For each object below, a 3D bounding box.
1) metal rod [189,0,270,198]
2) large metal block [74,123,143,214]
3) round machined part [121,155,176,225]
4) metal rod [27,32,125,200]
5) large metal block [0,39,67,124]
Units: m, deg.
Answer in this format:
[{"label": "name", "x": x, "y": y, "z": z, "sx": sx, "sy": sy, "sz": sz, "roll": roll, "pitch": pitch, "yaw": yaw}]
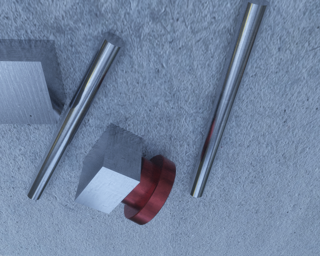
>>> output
[{"label": "metal rod", "x": 0.076, "y": -0.012, "z": 0.398, "sx": 0.025, "sy": 0.025, "sz": 0.298, "roll": 5, "pitch": 130, "yaw": -5}, {"label": "large metal block", "x": -0.067, "y": 0.054, "z": 0.416, "sx": 0.050, "sy": 0.080, "sz": 0.080, "roll": 27, "pitch": 125, "yaw": -21}, {"label": "round machined part", "x": -0.024, "y": 0.079, "z": 0.427, "sx": 0.042, "sy": 0.098, "sz": 0.098, "roll": 32, "pitch": 123, "yaw": -15}, {"label": "metal rod", "x": -0.124, "y": 0.005, "z": 0.409, "sx": 0.025, "sy": 0.025, "sz": 0.298, "roll": 24, "pitch": 126, "yaw": -19}, {"label": "large metal block", "x": -0.157, "y": -0.051, "z": 0.345, "sx": 0.081, "sy": 0.050, "sz": 0.079, "roll": 1, "pitch": 130, "yaw": -1}]
